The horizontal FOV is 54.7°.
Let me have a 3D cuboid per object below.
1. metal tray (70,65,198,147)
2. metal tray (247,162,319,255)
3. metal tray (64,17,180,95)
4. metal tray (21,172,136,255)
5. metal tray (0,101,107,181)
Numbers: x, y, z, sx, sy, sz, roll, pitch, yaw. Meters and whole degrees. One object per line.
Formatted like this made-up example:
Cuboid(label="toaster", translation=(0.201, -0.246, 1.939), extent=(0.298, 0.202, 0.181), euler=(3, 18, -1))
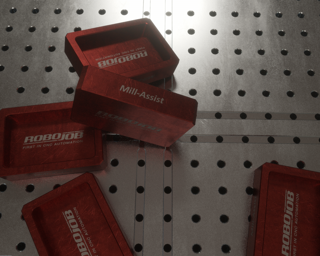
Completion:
Cuboid(label="metal tray", translation=(-0.033, -0.020, 0.363), extent=(0.131, 0.090, 0.030), euler=(16, 65, -14))
Cuboid(label="metal tray", translation=(0.157, 0.114, 0.369), extent=(0.091, 0.030, 0.130), euler=(11, 70, 3))
Cuboid(label="metal tray", translation=(-0.050, -0.099, 0.422), extent=(0.131, 0.030, 0.090), euler=(-23, 71, -29))
Cuboid(label="metal tray", translation=(-0.091, 0.129, 0.360), extent=(0.090, 0.030, 0.130), euler=(-28, 73, -10))
Cuboid(label="metal tray", translation=(-0.139, 0.014, 0.401), extent=(0.131, 0.030, 0.090), euler=(-7, 70, -3))
